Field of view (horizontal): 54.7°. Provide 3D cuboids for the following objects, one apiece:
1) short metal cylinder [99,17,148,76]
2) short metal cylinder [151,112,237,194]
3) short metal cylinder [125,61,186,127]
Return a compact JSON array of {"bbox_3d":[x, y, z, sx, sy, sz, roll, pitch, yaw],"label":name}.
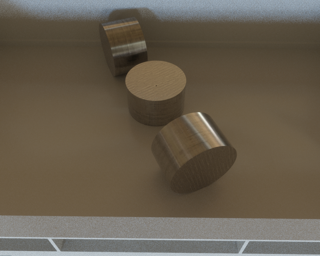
[{"bbox_3d":[-0.057,-0.124,0.473,0.050,0.080,0.080,-17,52,-14],"label":"short metal cylinder"},{"bbox_3d":[0.037,0.029,0.345,0.081,0.080,0.050,-19,53,-15],"label":"short metal cylinder"},{"bbox_3d":[-0.005,-0.048,0.429,0.080,0.050,0.080,0,50,0],"label":"short metal cylinder"}]
